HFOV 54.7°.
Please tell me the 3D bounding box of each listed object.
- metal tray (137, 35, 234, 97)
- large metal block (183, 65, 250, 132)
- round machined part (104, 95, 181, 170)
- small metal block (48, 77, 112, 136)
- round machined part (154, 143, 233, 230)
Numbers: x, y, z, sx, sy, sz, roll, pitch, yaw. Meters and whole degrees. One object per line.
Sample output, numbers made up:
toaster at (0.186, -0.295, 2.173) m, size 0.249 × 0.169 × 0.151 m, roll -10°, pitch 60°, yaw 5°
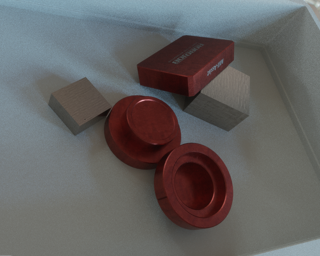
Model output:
metal tray at (0.041, -0.096, 0.452) m, size 0.090 × 0.030 × 0.131 m, roll 18°, pitch 42°, yaw 31°
large metal block at (0.087, -0.053, 0.471) m, size 0.080 × 0.050 × 0.080 m, roll 23°, pitch 53°, yaw -15°
round machined part at (-0.016, -0.001, 0.388) m, size 0.099 × 0.042 × 0.098 m, roll 14°, pitch 56°, yaw -21°
small metal block at (-0.095, -0.027, 0.371) m, size 0.050 × 0.025 × 0.050 m, roll 48°, pitch 51°, yaw 5°
round machined part at (0.035, 0.070, 0.367) m, size 0.099 × 0.042 × 0.098 m, roll 13°, pitch 63°, yaw -27°
